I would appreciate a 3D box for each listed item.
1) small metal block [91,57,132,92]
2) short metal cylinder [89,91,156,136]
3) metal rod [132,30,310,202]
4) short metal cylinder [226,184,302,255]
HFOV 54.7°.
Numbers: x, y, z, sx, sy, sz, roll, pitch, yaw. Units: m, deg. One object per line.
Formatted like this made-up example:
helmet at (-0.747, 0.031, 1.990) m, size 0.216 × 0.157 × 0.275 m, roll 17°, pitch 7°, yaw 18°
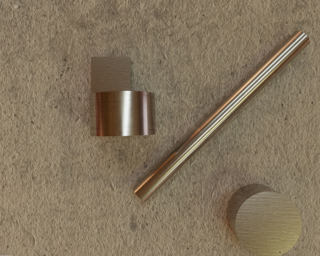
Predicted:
small metal block at (-0.063, -0.067, 0.409) m, size 0.050 × 0.025 × 0.050 m, roll 0°, pitch 90°, yaw 0°
short metal cylinder at (-0.046, -0.016, 0.382) m, size 0.081 × 0.080 × 0.050 m, roll -1°, pitch 90°, yaw 0°
metal rod at (0.080, -0.016, 0.410) m, size 0.300 × 0.025 × 0.025 m, roll -44°, pitch 90°, yaw 0°
short metal cylinder at (0.131, 0.116, 0.399) m, size 0.081 × 0.050 × 0.079 m, roll 0°, pitch 90°, yaw 0°
